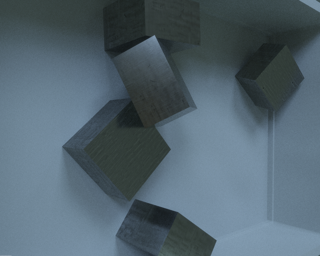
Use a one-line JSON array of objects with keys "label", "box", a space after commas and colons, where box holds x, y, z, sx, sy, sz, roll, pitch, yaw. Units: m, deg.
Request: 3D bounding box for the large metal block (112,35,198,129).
[{"label": "large metal block", "box": [-0.002, -0.047, 0.349, 0.080, 0.050, 0.080, 64, 12, 3]}]

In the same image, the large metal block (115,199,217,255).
[{"label": "large metal block", "box": [0.008, 0.135, 0.380, 0.080, 0.080, 0.050, 43, 64, -32]}]

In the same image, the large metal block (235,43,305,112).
[{"label": "large metal block", "box": [0.191, -0.088, 0.538, 0.080, 0.050, 0.080, -49, 121, -6]}]

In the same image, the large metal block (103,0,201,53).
[{"label": "large metal block", "box": [-0.010, -0.119, 0.364, 0.081, 0.080, 0.050, -3, 92, -40]}]

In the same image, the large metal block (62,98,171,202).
[{"label": "large metal block", "box": [-0.046, 0.023, 0.353, 0.080, 0.050, 0.080, -50, 120, -28]}]
